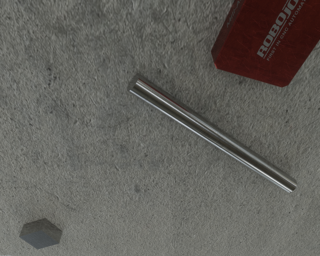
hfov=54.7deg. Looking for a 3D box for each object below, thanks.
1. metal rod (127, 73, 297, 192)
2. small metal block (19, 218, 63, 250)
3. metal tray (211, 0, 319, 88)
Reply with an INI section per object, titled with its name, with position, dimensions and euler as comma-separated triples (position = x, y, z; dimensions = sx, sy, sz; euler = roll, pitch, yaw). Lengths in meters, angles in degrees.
[metal rod]
position = 0.086, 0.018, 0.423
dimensions = 0.301, 0.025, 0.025
euler = 31, 123, -24
[small metal block]
position = -0.219, 0.196, 0.572
dimensions = 0.050, 0.025, 0.050
euler = -20, 128, 16
[metal tray]
position = 0.119, -0.110, 0.311
dimensions = 0.091, 0.030, 0.129
euler = 14, 129, -12
